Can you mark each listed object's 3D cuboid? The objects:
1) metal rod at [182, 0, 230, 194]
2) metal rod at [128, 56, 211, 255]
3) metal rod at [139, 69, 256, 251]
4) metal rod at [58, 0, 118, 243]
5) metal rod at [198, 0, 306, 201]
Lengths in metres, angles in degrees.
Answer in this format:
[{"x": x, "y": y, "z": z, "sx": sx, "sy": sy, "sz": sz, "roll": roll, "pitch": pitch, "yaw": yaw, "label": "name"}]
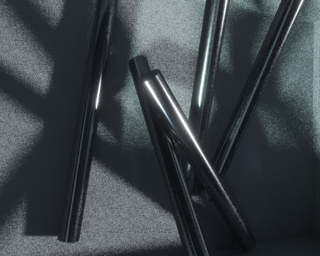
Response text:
[{"x": 0.053, "y": -0.051, "z": 0.367, "sx": 0.025, "sy": 0.025, "sz": 0.298, "roll": -4, "pitch": 116, "yaw": -20, "label": "metal rod"}, {"x": 0.013, "y": 0.048, "z": 0.353, "sx": 0.025, "sy": 0.025, "sz": 0.299, "roll": -10, "pitch": 69, "yaw": -20, "label": "metal rod"}, {"x": 0.060, "y": 0.058, "z": 0.391, "sx": 0.025, "sy": 0.025, "sz": 0.299, "roll": -40, "pitch": 118, "yaw": -16, "label": "metal rod"}, {"x": -0.087, "y": -0.014, "z": 0.378, "sx": 0.025, "sy": 0.025, "sz": 0.298, "roll": 10, "pitch": 87, "yaw": -20, "label": "metal rod"}, {"x": 0.115, "y": -0.038, "z": 0.398, "sx": 0.025, "sy": 0.025, "sz": 0.298, "roll": 15, "pitch": 107, "yaw": -20, "label": "metal rod"}]
